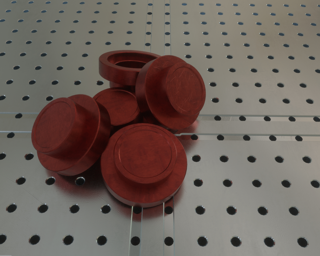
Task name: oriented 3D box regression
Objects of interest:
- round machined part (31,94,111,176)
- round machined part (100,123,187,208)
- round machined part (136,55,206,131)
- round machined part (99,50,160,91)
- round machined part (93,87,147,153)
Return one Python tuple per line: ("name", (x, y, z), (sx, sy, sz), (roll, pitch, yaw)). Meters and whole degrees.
("round machined part", (-0.110, 0.003, 0.361), (0.098, 0.042, 0.098), (-13, 61, 26))
("round machined part", (-0.018, 0.036, 0.350), (0.099, 0.042, 0.098), (3, 61, -6))
("round machined part", (0.021, -0.046, 0.397), (0.042, 0.098, 0.098), (-9, 33, 50))
("round machined part", (-0.038, -0.078, 0.447), (0.099, 0.042, 0.098), (5, 29, -2))
("round machined part", (-0.056, -0.016, 0.408), (0.099, 0.042, 0.098), (0, 50, 0))
